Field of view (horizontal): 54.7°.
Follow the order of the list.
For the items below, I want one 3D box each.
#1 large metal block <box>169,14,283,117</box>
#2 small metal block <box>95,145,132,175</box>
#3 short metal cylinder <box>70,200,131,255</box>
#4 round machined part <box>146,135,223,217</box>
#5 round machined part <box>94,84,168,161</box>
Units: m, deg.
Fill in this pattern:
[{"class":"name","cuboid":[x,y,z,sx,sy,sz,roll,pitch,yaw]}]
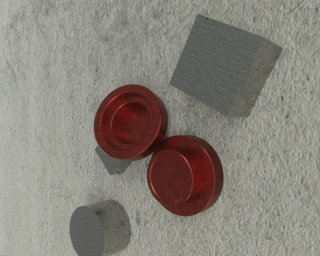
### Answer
[{"class":"large metal block","cuboid":[0.068,-0.065,0.331,0.080,0.050,0.079,35,111,34]},{"class":"small metal block","cuboid":[-0.063,0.033,0.455,0.050,0.025,0.050,-52,60,27]},{"class":"short metal cylinder","cuboid":[-0.089,0.151,0.460,0.080,0.050,0.079,0,90,39]},{"class":"round machined part","cuboid":[0.023,0.058,0.374,0.098,0.042,0.097,0,90,39]},{"class":"round machined part","cuboid":[-0.034,-0.005,0.407,0.098,0.042,0.098,-7,73,24]}]
